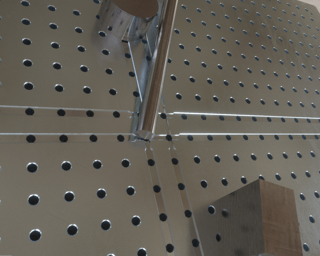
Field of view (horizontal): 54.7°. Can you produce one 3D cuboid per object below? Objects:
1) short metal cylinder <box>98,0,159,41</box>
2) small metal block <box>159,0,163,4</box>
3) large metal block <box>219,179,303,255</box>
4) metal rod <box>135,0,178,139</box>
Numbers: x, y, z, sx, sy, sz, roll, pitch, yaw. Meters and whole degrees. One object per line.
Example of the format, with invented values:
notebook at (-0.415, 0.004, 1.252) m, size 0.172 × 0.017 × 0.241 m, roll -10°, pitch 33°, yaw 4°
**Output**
short metal cylinder at (-0.049, -0.182, 0.478) m, size 0.081 × 0.050 × 0.080 m, roll 14°, pitch 56°, yaw -21°
small metal block at (-0.009, -0.256, 0.562) m, size 0.050 × 0.025 × 0.050 m, roll 9°, pitch 58°, yaw -24°
large metal block at (0.113, 0.116, 0.365) m, size 0.050 × 0.080 × 0.080 m, roll 20°, pitch 54°, yaw -17°
metal rod at (0.003, -0.120, 0.468) m, size 0.025 × 0.025 × 0.300 m, roll 20°, pitch 59°, yaw -17°
